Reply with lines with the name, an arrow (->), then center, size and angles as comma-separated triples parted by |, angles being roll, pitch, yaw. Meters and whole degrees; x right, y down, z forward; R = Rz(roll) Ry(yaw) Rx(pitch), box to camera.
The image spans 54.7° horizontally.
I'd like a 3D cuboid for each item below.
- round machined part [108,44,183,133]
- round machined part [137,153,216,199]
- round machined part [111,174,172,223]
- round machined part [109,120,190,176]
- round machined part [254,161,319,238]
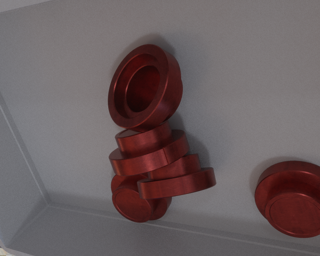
round machined part -> -0.013, -0.042, 0.355 | 0.098, 0.098, 0.042 | -26, 149, 36
round machined part -> 0.019, 0.059, 0.395 | 0.098, 0.099, 0.042 | -14, 84, 33
round machined part -> -0.035, 0.108, 0.481 | 0.098, 0.042, 0.097 | 13, 124, 20
round machined part -> -0.017, 0.019, 0.382 | 0.098, 0.099, 0.042 | -11, 102, 32
round machined part -> 0.163, 0.091, 0.368 | 0.098, 0.042, 0.097 | 13, 124, 20
